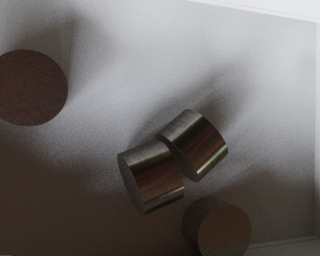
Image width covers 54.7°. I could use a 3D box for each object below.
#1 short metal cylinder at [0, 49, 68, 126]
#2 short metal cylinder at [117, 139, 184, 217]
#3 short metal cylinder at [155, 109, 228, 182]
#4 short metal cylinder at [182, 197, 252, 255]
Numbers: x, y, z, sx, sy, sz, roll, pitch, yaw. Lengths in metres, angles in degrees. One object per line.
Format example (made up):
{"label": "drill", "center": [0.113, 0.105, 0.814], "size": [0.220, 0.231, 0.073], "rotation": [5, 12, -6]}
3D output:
{"label": "short metal cylinder", "center": [-0.146, -0.042, 0.343], "size": [0.081, 0.050, 0.080], "rotation": [0, 90, -20]}
{"label": "short metal cylinder", "center": [-0.013, 0.059, 0.377], "size": [0.050, 0.080, 0.080], "rotation": [-21, 97, -19]}
{"label": "short metal cylinder", "center": [0.039, 0.023, 0.396], "size": [0.050, 0.080, 0.080], "rotation": [-41, 103, -15]}
{"label": "short metal cylinder", "center": [0.077, 0.139, 0.426], "size": [0.081, 0.050, 0.080], "rotation": [0, 90, -20]}
